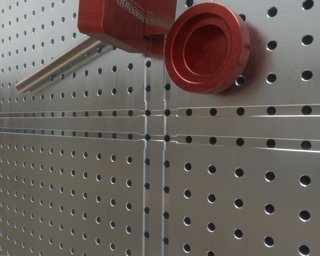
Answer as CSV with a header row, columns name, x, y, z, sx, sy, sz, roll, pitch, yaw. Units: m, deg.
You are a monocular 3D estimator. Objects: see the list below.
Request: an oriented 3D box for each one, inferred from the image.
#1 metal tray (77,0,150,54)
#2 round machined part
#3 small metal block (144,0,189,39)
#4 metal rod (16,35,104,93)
name,x,y,z,sx,sy,sz,roll,pitch,yaw
metal tray,-0.047,-0.147,0.376,0.030,0.130,0.089,7,95,19
round machined part,0.056,-0.087,0.351,0.098,0.042,0.097,0,90,39
small metal block,0.008,-0.144,0.401,0.050,0.025,0.050,10,96,39
metal rod,-0.173,-0.119,0.548,0.300,0.025,0.025,-17,79,38
